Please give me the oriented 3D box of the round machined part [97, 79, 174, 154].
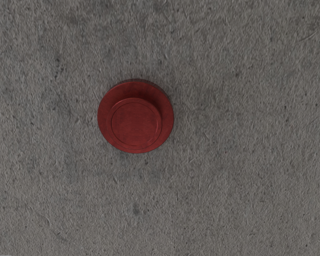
[{"bbox_3d":[-0.031,-0.011,0.396,0.099,0.042,0.097,0,110,0],"label":"round machined part"}]
